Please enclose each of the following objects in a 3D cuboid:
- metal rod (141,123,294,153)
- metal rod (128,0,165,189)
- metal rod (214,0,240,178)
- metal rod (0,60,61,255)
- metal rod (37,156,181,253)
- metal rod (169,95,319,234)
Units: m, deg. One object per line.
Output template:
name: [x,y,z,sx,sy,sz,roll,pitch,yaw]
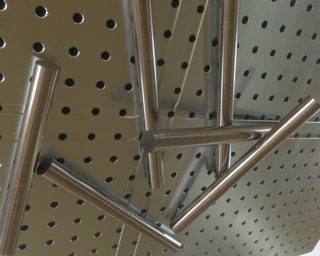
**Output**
metal rod: [0.103,0.009,0.436,0.302,0.025,0.025,-3,121,-40]
metal rod: [-0.014,-0.044,0.375,0.025,0.025,0.298,-17,125,-19]
metal rod: [0.091,-0.041,0.434,0.025,0.025,0.298,-18,126,-18]
metal rod: [-0.163,0.067,0.362,0.025,0.025,0.298,8,114,-32]
metal rod: [-0.055,0.127,0.459,0.025,0.025,0.300,-43,129,1]
metal rod: [0.120,0.067,0.478,0.025,0.025,0.299,26,116,-37]
